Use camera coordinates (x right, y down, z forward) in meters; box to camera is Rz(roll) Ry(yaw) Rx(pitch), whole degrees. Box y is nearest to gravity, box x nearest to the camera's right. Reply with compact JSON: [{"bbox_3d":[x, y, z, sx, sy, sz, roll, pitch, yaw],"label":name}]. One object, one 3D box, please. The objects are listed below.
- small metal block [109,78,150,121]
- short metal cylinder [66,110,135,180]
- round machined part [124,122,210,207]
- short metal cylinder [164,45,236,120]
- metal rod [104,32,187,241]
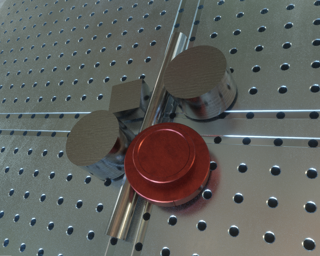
[{"bbox_3d":[-0.044,-0.040,0.450,0.050,0.025,0.050,-10,57,22],"label":"small metal block"},{"bbox_3d":[-0.076,0.023,0.413,0.080,0.050,0.080,-13,56,21],"label":"short metal cylinder"},{"bbox_3d":[0.007,0.036,0.351,0.098,0.042,0.098,-4,62,8],"label":"round machined part"},{"bbox_3d":[0.051,-0.058,0.395,0.080,0.050,0.080,-13,56,21],"label":"short metal cylinder"},{"bbox_3d":[-0.011,-0.006,0.413,0.025,0.025,0.300,3,63,29],"label":"metal rod"}]
